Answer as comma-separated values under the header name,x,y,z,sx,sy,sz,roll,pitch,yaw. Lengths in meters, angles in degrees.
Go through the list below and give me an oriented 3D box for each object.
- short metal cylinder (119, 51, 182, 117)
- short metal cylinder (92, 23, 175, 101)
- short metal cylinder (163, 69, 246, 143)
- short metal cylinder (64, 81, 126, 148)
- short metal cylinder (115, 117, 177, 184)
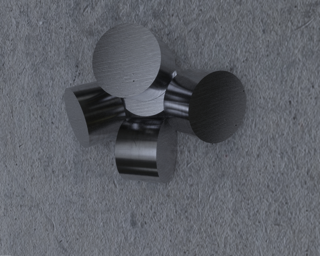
name,x,y,z,sx,sy,sz,roll,pitch,yaw
short metal cylinder,-0.009,-0.054,0.399,0.080,0.050,0.079,0,90,19
short metal cylinder,-0.028,-0.072,0.352,0.080,0.050,0.079,0,90,19
short metal cylinder,0.051,-0.027,0.356,0.050,0.081,0.079,22,99,57
short metal cylinder,-0.086,-0.019,0.405,0.080,0.050,0.079,39,139,45
short metal cylinder,-0.014,0.026,0.384,0.050,0.080,0.079,2,91,20
